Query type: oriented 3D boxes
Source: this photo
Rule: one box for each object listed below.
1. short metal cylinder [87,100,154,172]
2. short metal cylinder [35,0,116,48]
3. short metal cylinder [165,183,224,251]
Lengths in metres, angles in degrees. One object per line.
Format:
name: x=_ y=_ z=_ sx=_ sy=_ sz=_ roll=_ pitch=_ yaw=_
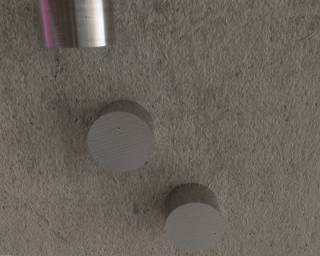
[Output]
short metal cylinder: x=-0.048 y=0.009 z=0.399 sx=0.081 sy=0.050 sz=0.079 roll=0 pitch=110 yaw=0
short metal cylinder: x=-0.090 y=-0.117 z=0.336 sx=0.080 sy=0.080 sz=0.050 roll=-1 pitch=110 yaw=0
short metal cylinder: x=0.047 y=0.126 z=0.443 sx=0.081 sy=0.050 sz=0.079 roll=0 pitch=110 yaw=0
